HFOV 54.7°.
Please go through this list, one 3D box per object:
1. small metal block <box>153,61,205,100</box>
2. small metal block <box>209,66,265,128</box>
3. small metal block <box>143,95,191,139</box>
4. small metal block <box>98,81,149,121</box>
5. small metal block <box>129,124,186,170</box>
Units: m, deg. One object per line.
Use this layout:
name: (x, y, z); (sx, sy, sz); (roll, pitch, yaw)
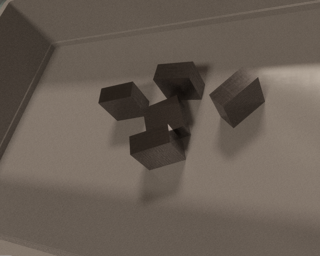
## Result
small metal block: (0.027, -0.061, 0.412); (0.050, 0.050, 0.025); (1, 63, 28)
small metal block: (0.091, -0.035, 0.362); (0.050, 0.050, 0.025); (-41, 51, 0)
small metal block: (0.008, -0.009, 0.405); (0.050, 0.025, 0.050); (-21, 54, 15)
small metal block: (-0.050, -0.036, 0.436); (0.050, 0.050, 0.025); (-9, 58, 23)
small metal block: (-0.002, 0.025, 0.375); (0.050, 0.050, 0.025); (-18, 55, 17)
